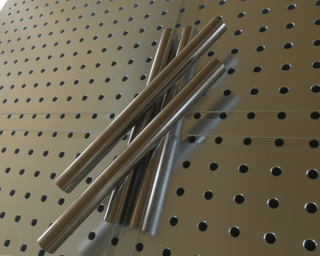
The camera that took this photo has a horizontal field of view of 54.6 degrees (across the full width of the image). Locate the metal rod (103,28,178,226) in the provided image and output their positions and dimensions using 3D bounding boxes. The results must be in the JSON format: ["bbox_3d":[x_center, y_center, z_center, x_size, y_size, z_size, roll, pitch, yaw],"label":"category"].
[{"bbox_3d":[-0.020,-0.018,0.431,0.025,0.025,0.300,1,62,29],"label":"metal rod"}]

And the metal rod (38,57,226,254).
[{"bbox_3d":[-0.030,0.029,0.375,0.300,0.025,0.025,-46,51,-5],"label":"metal rod"}]

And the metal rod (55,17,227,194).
[{"bbox_3d":[-0.022,-0.033,0.410,0.300,0.025,0.025,-46,51,-5],"label":"metal rod"}]

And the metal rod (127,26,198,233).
[{"bbox_3d":[0.010,-0.016,0.414,0.025,0.025,0.300,1,62,29],"label":"metal rod"}]
